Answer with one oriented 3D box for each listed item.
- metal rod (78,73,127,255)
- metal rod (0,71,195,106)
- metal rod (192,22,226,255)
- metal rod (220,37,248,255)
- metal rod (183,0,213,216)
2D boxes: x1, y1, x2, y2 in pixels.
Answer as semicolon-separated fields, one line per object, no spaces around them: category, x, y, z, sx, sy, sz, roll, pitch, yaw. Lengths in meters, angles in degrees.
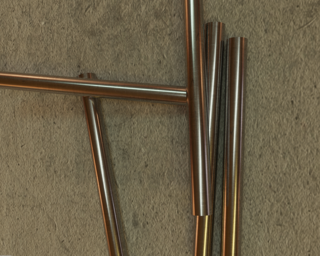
metal rod;-0.078;0.070;0.436;0.025;0.025;0.298;-12;86;19
metal rod;-0.103;-0.055;0.418;0.301;0.025;0.025;6;92;9
metal rod;0.061;0.021;0.387;0.025;0.025;0.298;3;91;20
metal rod;0.089;0.042;0.377;0.025;0.025;0.298;2;91;20
metal rod;0.043;-0.050;0.370;0.025;0.025;0.298;-4;84;20
